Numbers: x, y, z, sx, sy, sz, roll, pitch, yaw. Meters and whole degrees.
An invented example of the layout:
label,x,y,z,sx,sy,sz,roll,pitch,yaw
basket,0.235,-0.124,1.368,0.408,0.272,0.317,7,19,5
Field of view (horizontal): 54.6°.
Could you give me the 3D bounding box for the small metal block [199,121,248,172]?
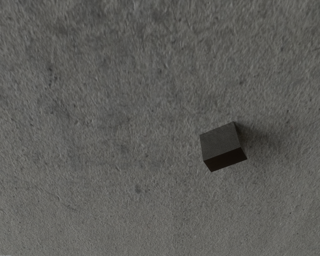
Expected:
label,x,y,z,sx,sy,sz,roll,pitch,yaw
small metal block,0.083,0.025,0.412,0.050,0.050,0.025,-23,126,18
